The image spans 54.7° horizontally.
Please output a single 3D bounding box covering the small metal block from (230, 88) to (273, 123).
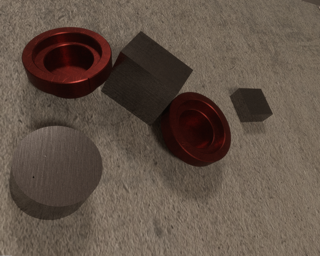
[{"bbox_3d":[0.150,-0.038,0.510,0.050,0.025,0.050,-3,63,-30],"label":"small metal block"}]

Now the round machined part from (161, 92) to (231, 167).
[{"bbox_3d":[0.043,0.005,0.410,0.099,0.042,0.098,15,59,-27],"label":"round machined part"}]

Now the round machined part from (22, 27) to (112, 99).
[{"bbox_3d":[-0.106,-0.073,0.368,0.099,0.042,0.098,3,53,-4],"label":"round machined part"}]

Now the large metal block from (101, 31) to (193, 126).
[{"bbox_3d":[-0.018,-0.061,0.397,0.080,0.080,0.050,36,51,-5],"label":"large metal block"}]

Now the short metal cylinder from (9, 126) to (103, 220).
[{"bbox_3d":[-0.103,0.045,0.306,0.081,0.050,0.080,14,56,-21],"label":"short metal cylinder"}]
